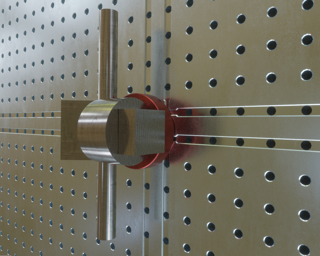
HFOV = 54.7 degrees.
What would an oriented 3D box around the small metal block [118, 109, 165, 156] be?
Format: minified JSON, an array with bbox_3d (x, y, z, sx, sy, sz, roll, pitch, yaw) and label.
[{"bbox_3d":[-0.020,0.004,0.353,0.025,0.050,0.050,2,91,40],"label":"small metal block"}]

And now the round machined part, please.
[{"bbox_3d":[-0.020,0.004,0.411,0.098,0.042,0.097,0,90,39],"label":"round machined part"}]

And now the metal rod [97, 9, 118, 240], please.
[{"bbox_3d":[-0.070,-0.004,0.410,0.025,0.025,0.298,1,91,39],"label":"metal rod"}]

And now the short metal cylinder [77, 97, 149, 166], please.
[{"bbox_3d":[-0.051,0.004,0.374,0.050,0.081,0.079,1,91,40],"label":"short metal cylinder"}]

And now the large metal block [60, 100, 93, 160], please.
[{"bbox_3d":[-0.108,0.002,0.452,0.050,0.080,0.079,1,91,-1],"label":"large metal block"}]
